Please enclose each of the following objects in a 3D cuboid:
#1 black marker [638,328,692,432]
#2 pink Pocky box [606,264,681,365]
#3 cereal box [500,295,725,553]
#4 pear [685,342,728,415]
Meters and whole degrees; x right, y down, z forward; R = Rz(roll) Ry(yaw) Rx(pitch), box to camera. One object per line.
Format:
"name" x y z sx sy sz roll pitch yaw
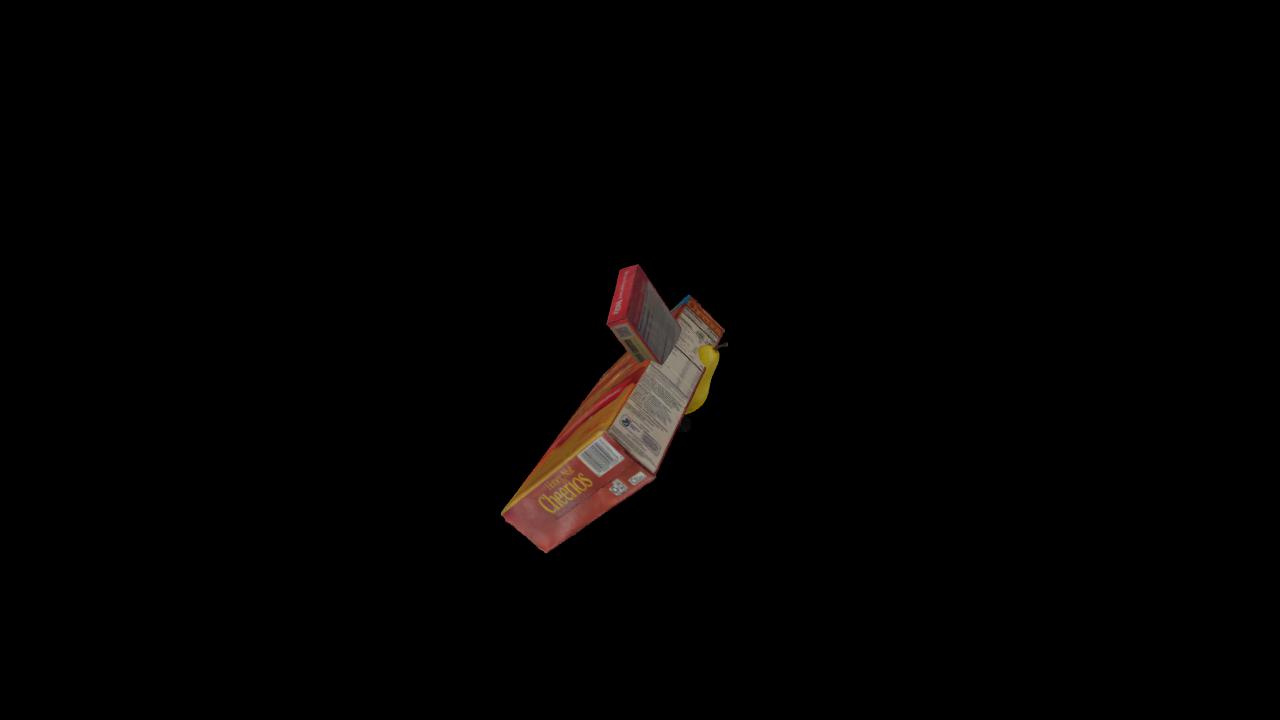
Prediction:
"black marker" 0.022 0.043 0.739 0.020 0.020 0.121 0 37 -43
"pink Pocky box" 0.017 -0.025 0.697 0.029 0.084 0.155 -12 -43 27
"cereal box" -0.021 0.064 0.740 0.203 0.081 0.306 -41 10 36
"pear" 0.064 0.010 0.753 0.080 0.111 0.080 33 19 -13
